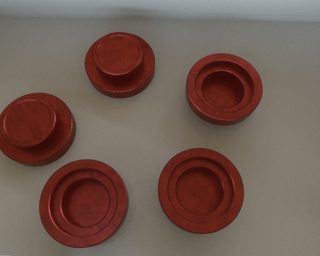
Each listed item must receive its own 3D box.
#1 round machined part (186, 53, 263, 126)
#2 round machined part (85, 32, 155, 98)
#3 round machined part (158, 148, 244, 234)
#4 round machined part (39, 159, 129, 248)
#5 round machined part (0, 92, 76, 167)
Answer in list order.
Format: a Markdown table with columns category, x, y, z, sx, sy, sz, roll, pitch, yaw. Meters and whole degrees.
| category | x | y | z | sx | sy | sz | roll | pitch | yaw |
| --- | --- | --- | --- | --- | --- | --- | --- | --- | --- |
| round machined part | 0.084 | -0.048 | 0.419 | 0.099 | 0.042 | 0.098 | 0 | 70 | -1 |
| round machined part | -0.056 | -0.094 | 0.434 | 0.099 | 0.042 | 0.098 | 0 | 70 | -1 |
| round machined part | 0.047 | 0.076 | 0.373 | 0.099 | 0.042 | 0.098 | 0 | 70 | -1 |
| round machined part | -0.086 | 0.090 | 0.367 | 0.099 | 0.042 | 0.098 | 0 | 70 | -1 |
| round machined part | -0.163 | -0.002 | 0.400 | 0.099 | 0.042 | 0.098 | 0 | 70 | -1 |
